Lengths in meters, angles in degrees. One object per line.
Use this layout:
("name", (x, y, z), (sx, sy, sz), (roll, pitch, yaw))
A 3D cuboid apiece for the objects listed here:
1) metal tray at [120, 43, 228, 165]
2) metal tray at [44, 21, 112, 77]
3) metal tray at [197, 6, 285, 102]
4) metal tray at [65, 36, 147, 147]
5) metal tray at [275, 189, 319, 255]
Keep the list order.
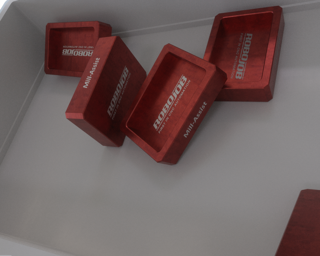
("metal tray", (0.013, -0.031, 0.388), (0.090, 0.030, 0.129), (37, 101, 38))
("metal tray", (-0.144, -0.133, 0.531), (0.130, 0.030, 0.089), (10, 100, 32))
("metal tray", (0.107, -0.097, 0.405), (0.090, 0.030, 0.130), (4, 63, 29))
("metal tray", (-0.068, -0.050, 0.430), (0.030, 0.090, 0.130), (3, 63, 30))
("metal tray", (0.140, 0.084, 0.218), (0.090, 0.131, 0.030), (0, 101, 32))
